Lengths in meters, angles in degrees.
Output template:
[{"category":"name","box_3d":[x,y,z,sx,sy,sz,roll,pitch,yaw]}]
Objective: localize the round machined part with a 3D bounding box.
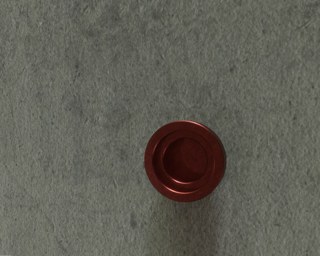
[{"category":"round machined part","box_3d":[0.034,0.040,0.388,0.098,0.042,0.097,0,90,19]}]
